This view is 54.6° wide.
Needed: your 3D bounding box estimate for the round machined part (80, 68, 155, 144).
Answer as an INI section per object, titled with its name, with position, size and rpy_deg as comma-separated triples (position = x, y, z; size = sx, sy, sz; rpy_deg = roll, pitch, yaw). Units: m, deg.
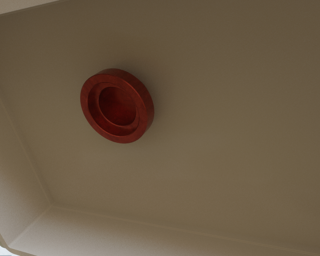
[round machined part]
position = -0.051, -0.032, 0.406
size = 0.098, 0.042, 0.097
rpy_deg = 13, 124, 21
